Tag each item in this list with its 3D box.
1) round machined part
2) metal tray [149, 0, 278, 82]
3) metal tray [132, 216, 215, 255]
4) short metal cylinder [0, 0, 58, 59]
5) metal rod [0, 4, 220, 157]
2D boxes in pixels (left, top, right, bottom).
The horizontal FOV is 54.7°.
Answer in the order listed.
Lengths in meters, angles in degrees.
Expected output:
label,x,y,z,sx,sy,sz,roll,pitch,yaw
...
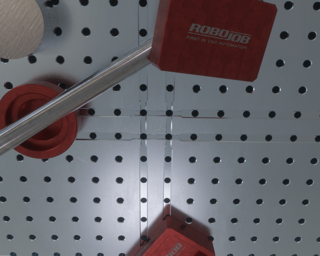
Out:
label,x,y,z,sx,sy,sz,roll,pitch,yaw
round machined part,-0.151,-0.013,0.398,0.099,0.042,0.097,0,110,0
metal tray,0.060,-0.105,0.350,0.131,0.030,0.089,3,112,-23
metal tray,0.012,0.211,0.488,0.090,0.030,0.129,34,106,-12
short metal cylinder,-0.164,-0.122,0.353,0.081,0.050,0.079,0,110,0
metal rod,-0.064,-0.056,0.359,0.301,0.025,0.025,-32,108,-2
